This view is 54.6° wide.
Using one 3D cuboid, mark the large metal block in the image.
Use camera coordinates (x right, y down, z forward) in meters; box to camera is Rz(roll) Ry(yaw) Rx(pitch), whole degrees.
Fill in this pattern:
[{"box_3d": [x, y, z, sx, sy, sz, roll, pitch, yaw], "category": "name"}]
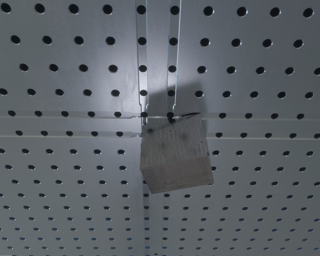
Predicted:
[{"box_3d": [0.022, 0.032, 0.403, 0.080, 0.080, 0.050, -12, 129, 10], "category": "large metal block"}]
